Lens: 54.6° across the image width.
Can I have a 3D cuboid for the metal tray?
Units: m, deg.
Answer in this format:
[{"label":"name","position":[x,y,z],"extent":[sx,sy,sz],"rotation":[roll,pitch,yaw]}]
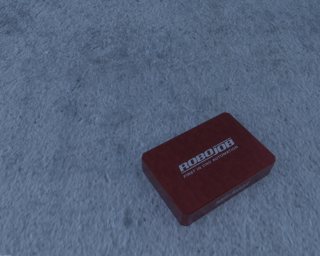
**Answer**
[{"label":"metal tray","position":[0.056,0.042,0.365],"extent":[0.131,0.030,0.090],"rotation":[-26,55,-20]}]
